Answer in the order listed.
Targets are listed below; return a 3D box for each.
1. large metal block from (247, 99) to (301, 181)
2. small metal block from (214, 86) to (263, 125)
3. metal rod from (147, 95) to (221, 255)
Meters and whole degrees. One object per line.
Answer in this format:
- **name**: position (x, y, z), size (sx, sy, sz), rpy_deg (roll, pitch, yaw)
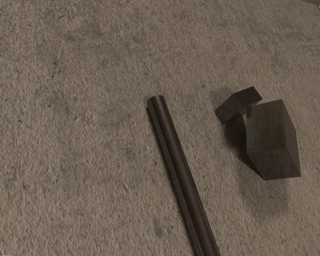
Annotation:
- **large metal block**: position (0.163, 0.019, 0.444), size (0.080, 0.050, 0.080), rpy_deg (47, 41, -40)
- **small metal block**: position (0.120, -0.035, 0.476), size (0.050, 0.050, 0.025), rpy_deg (-21, 73, -36)
- **metal rod**: position (0.038, 0.093, 0.368), size (0.025, 0.025, 0.299), rpy_deg (-5, 64, -31)
